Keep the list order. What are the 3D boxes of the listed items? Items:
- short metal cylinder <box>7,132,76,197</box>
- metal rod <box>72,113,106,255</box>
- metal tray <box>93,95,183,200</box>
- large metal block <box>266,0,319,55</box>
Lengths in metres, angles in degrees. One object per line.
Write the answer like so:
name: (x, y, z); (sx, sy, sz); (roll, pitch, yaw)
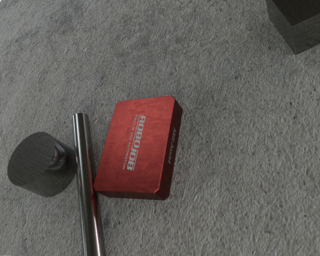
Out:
short metal cylinder: (-0.166, 0.052, 0.441); (0.080, 0.050, 0.080); (-13, 56, 20)
metal rod: (-0.088, 0.101, 0.386); (0.025, 0.025, 0.299); (-26, 53, 12)
metal tray: (-0.026, 0.024, 0.398); (0.090, 0.030, 0.130); (-3, 60, 26)
large metal block: (0.186, -0.150, 0.382); (0.080, 0.050, 0.080); (-24, 53, 13)
